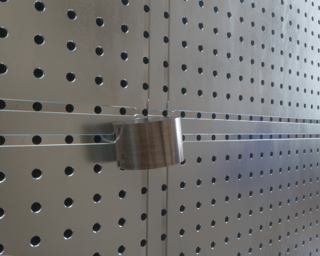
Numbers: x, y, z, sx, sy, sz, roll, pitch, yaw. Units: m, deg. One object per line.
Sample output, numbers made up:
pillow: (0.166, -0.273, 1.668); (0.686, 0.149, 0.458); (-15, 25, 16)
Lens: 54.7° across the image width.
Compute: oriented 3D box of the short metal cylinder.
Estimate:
short metal cylinder: (-0.013, 0.015, 0.364); (0.081, 0.080, 0.050); (-10, 97, -40)
